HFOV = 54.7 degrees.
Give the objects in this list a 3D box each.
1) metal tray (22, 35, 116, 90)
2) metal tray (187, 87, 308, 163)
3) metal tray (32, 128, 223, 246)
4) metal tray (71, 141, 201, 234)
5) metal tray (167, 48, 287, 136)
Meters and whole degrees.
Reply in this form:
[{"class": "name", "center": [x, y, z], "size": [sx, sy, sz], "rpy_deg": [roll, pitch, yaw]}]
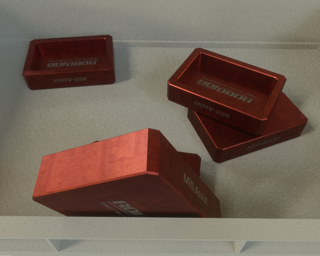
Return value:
[{"class": "metal tray", "center": [-0.139, -0.105, 0.488], "size": [0.131, 0.030, 0.090], "rpy_deg": [-5, 50, -5]}, {"class": "metal tray", "center": [0.114, -0.014, 0.415], "size": [0.131, 0.030, 0.090], "rpy_deg": [-16, 52, -14]}, {"class": "metal tray", "center": [-0.015, 0.055, 0.235], "size": [0.090, 0.130, 0.030], "rpy_deg": [-15, 52, 21]}, {"class": "metal tray", "center": [-0.024, 0.065, 0.347], "size": [0.131, 0.030, 0.090], "rpy_deg": [7, 50, 5]}, {"class": "metal tray", "center": [0.086, -0.052, 0.407], "size": [0.130, 0.030, 0.090], "rpy_deg": [24, 54, 18]}]
